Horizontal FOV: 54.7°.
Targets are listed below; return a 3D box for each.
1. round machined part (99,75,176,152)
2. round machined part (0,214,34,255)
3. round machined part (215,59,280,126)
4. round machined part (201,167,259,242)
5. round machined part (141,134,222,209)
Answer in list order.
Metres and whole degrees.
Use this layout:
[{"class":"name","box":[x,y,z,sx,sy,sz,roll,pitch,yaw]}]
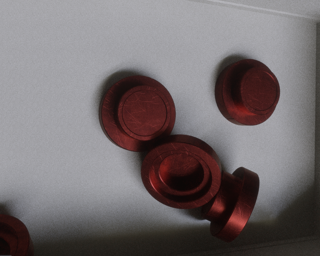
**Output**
[{"class":"round machined part","box":[-0.025,-0.018,0.392,0.099,0.042,0.097,0,90,-20]},{"class":"round machined part","box":[-0.180,0.140,0.315,0.099,0.098,0.042,-14,128,-20]},{"class":"round machined part","box":[0.133,-0.052,0.450,0.099,0.042,0.097,0,90,-20]},{"class":"round machined part","box":[0.087,0.095,0.408,0.042,0.098,0.098,25,81,2]},{"class":"round machined part","box":[0.029,0.051,0.395,0.098,0.042,0.097,4,115,10]}]
